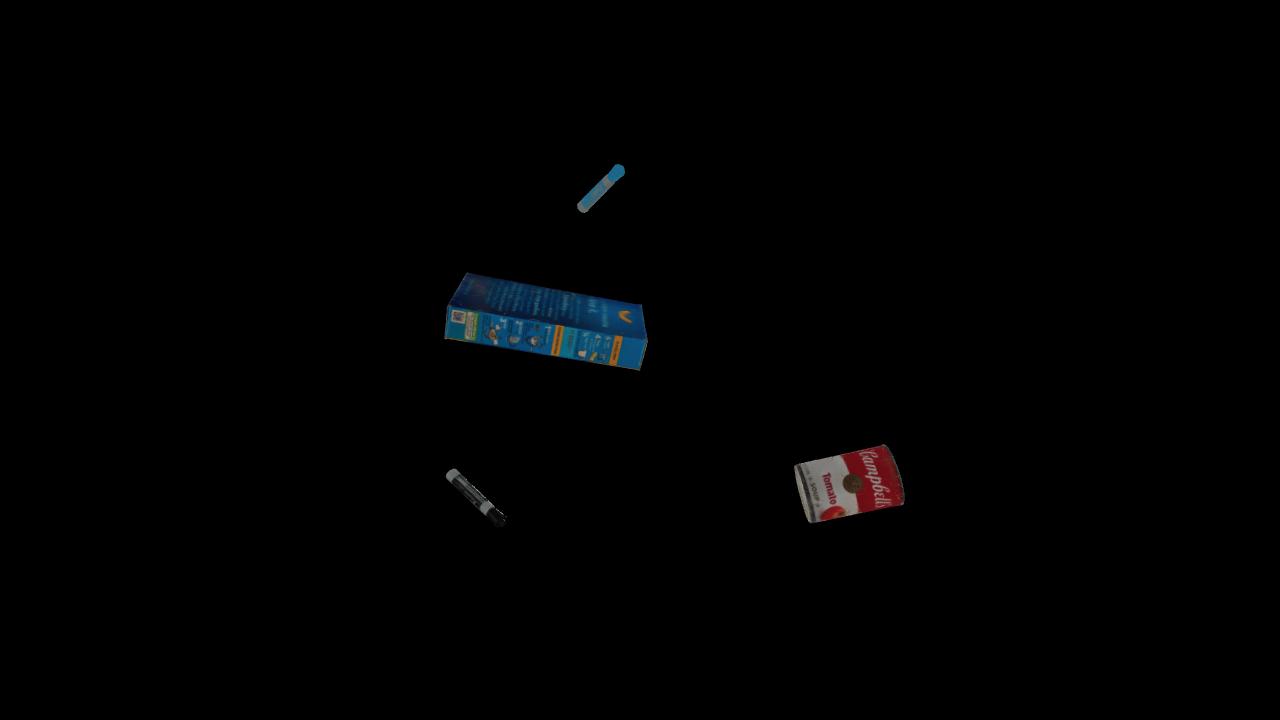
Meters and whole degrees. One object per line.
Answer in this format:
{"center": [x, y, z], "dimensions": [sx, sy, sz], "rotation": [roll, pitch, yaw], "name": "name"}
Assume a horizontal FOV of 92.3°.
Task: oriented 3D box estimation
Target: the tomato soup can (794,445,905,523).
{"center": [0.228, 0.137, 0.679], "dimensions": [0.101, 0.068, 0.068], "rotation": [-14, -2, 7], "name": "tomato soup can"}

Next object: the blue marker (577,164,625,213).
{"center": [-0.059, -0.258, 0.929], "dimensions": [0.020, 0.020, 0.121], "rotation": [0, -16, -35], "name": "blue marker"}

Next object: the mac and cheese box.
{"center": [-0.088, -0.039, 0.605], "dimensions": [0.184, 0.041, 0.093], "rotation": [10, 25, -9], "name": "mac and cheese box"}

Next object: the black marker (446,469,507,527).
{"center": [-0.228, 0.193, 0.859], "dimensions": [0.121, 0.020, 0.020], "rotation": [33, 17, 28], "name": "black marker"}
